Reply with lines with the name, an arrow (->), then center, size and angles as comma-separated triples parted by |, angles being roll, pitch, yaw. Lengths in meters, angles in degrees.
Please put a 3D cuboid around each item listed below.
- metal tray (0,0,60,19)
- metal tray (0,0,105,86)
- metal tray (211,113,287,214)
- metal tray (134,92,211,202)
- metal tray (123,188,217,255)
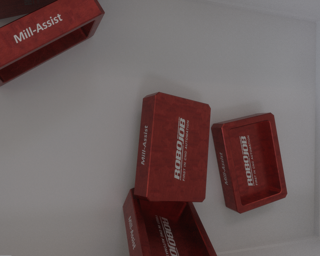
metal tray -> -0.133, -0.151, 0.305 | 0.091, 0.130, 0.030 | -21, 97, -19
metal tray -> -0.128, -0.093, 0.328 | 0.131, 0.090, 0.030 | -35, 102, -17
metal tray -> 0.132, 0.049, 0.456 | 0.091, 0.030, 0.129 | -13, 94, -20
metal tray -> 0.019, 0.027, 0.397 | 0.091, 0.030, 0.129 | 10, 80, -33
metal tray -> 0.010, 0.127, 0.358 | 0.091, 0.130, 0.030 | 16, 110, -19
